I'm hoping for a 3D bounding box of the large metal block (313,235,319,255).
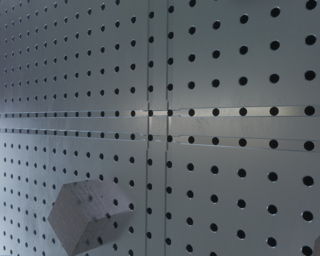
[{"bbox_3d":[0.170,0.138,0.253,0.080,0.050,0.080,11,97,39],"label":"large metal block"}]

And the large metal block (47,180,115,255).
[{"bbox_3d":[-0.130,0.144,0.502,0.080,0.050,0.080,43,116,31],"label":"large metal block"}]
